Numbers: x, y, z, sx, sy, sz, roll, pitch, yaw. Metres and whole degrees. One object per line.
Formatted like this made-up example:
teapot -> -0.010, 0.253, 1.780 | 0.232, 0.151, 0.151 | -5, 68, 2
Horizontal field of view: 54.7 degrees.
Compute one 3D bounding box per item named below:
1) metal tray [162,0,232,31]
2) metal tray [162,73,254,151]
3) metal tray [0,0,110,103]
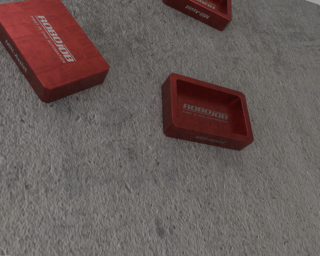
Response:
metal tray -> 0.074, -0.248, 0.591 | 0.131, 0.030, 0.090 | 20, 54, -17
metal tray -> 0.069, -0.022, 0.450 | 0.131, 0.030, 0.090 | 12, 57, -22
metal tray -> -0.137, -0.102, 0.389 | 0.091, 0.030, 0.130 | -29, 78, -38
